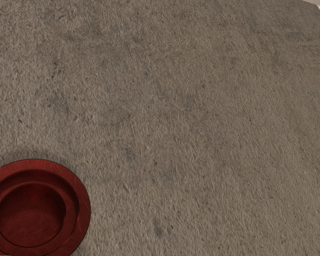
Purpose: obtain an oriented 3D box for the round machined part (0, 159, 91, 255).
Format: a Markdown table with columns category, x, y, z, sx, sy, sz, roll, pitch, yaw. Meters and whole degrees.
| category | x | y | z | sx | sy | sz | roll | pitch | yaw |
| --- | --- | --- | --- | --- | --- | --- | --- | --- | --- |
| round machined part | -0.117 | 0.081 | 0.281 | 0.099 | 0.042 | 0.098 | 14 | 56 | -21 |
